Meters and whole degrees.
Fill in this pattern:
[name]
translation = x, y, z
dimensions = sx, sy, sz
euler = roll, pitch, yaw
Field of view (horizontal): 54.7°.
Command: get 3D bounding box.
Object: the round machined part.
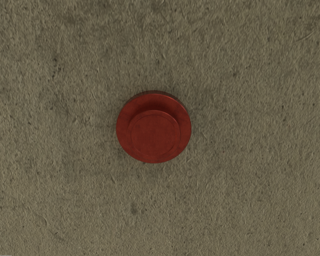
[round machined part]
translation = -0.008, 0.003, 0.403
dimensions = 0.099, 0.042, 0.097
euler = 0, 110, -1
